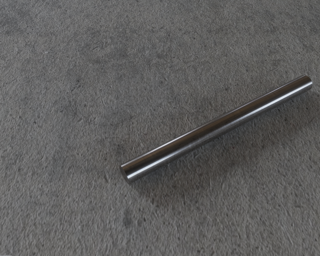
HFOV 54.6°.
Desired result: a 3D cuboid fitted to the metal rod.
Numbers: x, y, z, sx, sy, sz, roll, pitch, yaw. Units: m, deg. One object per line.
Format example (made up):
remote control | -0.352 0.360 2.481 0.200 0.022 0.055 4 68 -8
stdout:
metal rod | 0.087 -0.006 0.409 0.302 0.025 0.025 -25 55 -20
